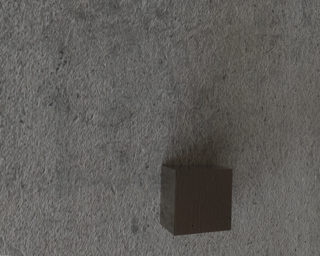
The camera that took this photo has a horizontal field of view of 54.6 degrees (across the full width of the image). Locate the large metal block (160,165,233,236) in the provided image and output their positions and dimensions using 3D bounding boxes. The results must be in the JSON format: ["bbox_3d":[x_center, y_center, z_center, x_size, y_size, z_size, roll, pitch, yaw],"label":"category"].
[{"bbox_3d":[0.047,0.092,0.413,0.081,0.050,0.080,2,90,-20],"label":"large metal block"}]
